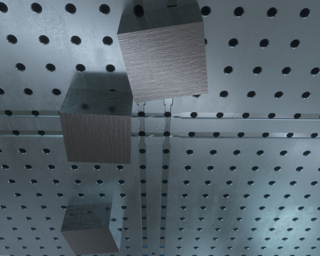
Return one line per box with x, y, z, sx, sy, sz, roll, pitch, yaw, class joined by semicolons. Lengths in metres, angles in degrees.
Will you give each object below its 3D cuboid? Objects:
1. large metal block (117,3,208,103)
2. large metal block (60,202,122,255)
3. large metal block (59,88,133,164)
0.006;-0.078;0.329;0.080;0.050;0.080;-7;130;5;large metal block
-0.117;0.178;0.545;0.080;0.050;0.080;-6;130;4;large metal block
-0.076;-0.001;0.393;0.081;0.050;0.079;3;130;-3;large metal block
